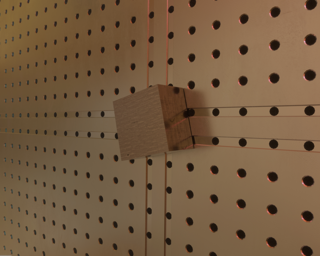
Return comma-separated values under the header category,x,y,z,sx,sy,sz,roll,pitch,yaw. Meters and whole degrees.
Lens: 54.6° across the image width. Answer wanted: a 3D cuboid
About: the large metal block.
category,x,y,z,sx,sy,sz,roll,pitch,yaw
large metal block,-0.010,-0.005,0.401,0.080,0.050,0.080,-15,81,39
